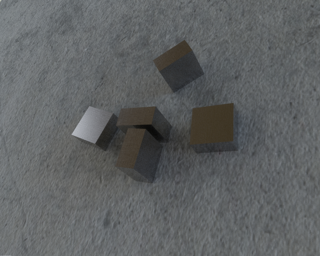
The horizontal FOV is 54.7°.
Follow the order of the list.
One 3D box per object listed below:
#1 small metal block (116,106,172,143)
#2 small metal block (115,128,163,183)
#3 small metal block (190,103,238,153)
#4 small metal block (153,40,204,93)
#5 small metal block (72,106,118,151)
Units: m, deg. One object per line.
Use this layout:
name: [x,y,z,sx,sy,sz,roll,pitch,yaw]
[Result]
small metal block: [-0.020,-0.003,0.399,0.050,0.050,0.025,-2,61,27]
small metal block: [-0.024,0.034,0.378,0.025,0.050,0.050,2,63,29]
small metal block: [0.065,0.001,0.368,0.050,0.025,0.050,-6,59,24]
small metal block: [0.026,-0.083,0.424,0.050,0.050,0.025,-32,52,7]
small metal block: [-0.091,0.000,0.450,0.050,0.025,0.050,16,70,34]
